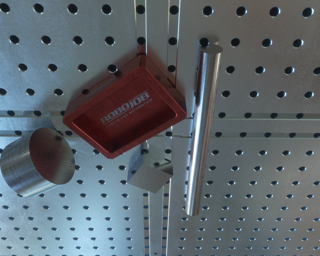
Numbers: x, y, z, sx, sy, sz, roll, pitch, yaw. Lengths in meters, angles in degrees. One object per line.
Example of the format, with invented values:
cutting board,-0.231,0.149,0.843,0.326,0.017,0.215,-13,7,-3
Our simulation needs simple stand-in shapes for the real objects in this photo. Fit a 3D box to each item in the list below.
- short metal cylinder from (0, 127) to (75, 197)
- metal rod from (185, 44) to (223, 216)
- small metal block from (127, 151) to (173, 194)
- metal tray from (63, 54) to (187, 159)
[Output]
short metal cylinder,-0.160,0.045,0.413,0.050,0.080,0.080,-24,126,19
metal rod,0.056,0.027,0.434,0.025,0.025,0.298,0,130,0
small metal block,-0.015,0.068,0.470,0.050,0.025,0.050,25,126,-20
metal tray,-0.044,-0.021,0.389,0.130,0.030,0.090,-30,125,22
